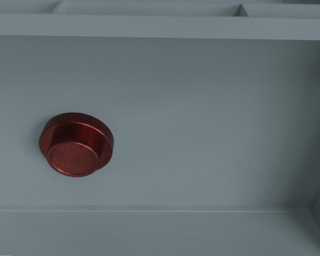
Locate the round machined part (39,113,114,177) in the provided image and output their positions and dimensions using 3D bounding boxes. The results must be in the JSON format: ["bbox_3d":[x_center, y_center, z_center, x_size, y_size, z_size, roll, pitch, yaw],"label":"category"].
[{"bbox_3d":[-0.114,0.030,0.422,0.099,0.042,0.097,-1,130,0],"label":"round machined part"}]

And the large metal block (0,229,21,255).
[{"bbox_3d":[-0.331,0.231,0.587,0.080,0.050,0.080,-22,127,17],"label":"large metal block"}]

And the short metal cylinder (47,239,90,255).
[{"bbox_3d":[-0.186,0.267,0.620,0.081,0.050,0.079,0,130,0],"label":"short metal cylinder"}]
